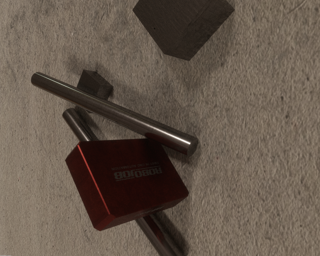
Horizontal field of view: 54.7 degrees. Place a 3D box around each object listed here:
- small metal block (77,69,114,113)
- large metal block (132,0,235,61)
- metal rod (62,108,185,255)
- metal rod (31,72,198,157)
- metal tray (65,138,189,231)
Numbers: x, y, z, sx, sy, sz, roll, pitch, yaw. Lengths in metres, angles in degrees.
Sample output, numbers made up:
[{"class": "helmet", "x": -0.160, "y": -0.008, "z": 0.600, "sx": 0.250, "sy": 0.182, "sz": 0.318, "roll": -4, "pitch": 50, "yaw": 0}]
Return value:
[{"class": "small metal block", "x": -0.107, "y": -0.057, "z": 0.490, "sx": 0.050, "sy": 0.025, "sz": 0.050, "roll": 41, "pitch": 115, "yaw": 32}, {"class": "large metal block", "x": 0.025, "y": -0.140, "z": 0.366, "sx": 0.080, "sy": 0.050, "sz": 0.080, "roll": -46, "pitch": 63, "yaw": 30}, {"class": "metal rod", "x": -0.066, "y": 0.072, "z": 0.457, "sx": 0.300, "sy": 0.025, "sz": 0.025, "roll": 47, "pitch": 118, "yaw": 29}, {"class": "metal rod", "x": -0.082, "y": -0.029, "z": 0.443, "sx": 0.300, "sy": 0.025, "sz": 0.025, "roll": 23, "pitch": 105, "yaw": 28}, {"class": "metal tray", "x": -0.033, "y": 0.058, "z": 0.362, "sx": 0.030, "sy": 0.131, "sz": 0.090, "roll": -45, "pitch": 63, "yaw": 30}]
